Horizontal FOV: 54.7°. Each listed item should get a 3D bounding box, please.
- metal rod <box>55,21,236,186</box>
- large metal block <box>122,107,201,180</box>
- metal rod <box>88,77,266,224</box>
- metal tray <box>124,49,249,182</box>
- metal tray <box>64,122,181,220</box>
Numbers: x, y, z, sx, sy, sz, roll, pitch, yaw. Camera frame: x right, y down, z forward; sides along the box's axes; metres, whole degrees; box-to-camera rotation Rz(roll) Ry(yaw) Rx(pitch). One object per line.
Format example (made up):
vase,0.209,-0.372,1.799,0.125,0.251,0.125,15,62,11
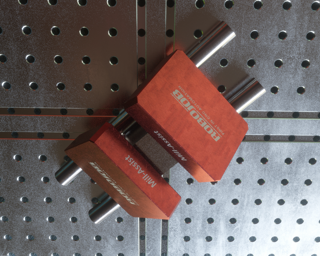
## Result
metal rod,-0.028,-0.024,0.404,0.300,0.025,0.025,-41,106,13
large metal block,0.001,0.011,0.388,0.080,0.080,0.050,-40,106,13
metal rod,0.015,0.038,0.428,0.300,0.025,0.025,-40,106,13
metal tray,0.035,-0.012,0.351,0.130,0.030,0.090,45,60,-15
metal tray,-0.046,0.057,0.376,0.130,0.030,0.090,48,146,-16
